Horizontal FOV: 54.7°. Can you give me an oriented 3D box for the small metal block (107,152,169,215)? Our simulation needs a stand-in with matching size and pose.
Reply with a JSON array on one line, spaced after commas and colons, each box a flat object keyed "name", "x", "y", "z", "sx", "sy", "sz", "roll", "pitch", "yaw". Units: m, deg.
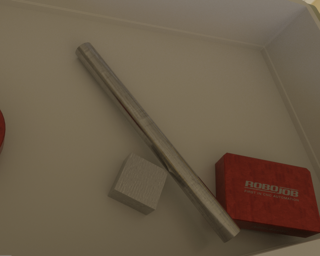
[{"name": "small metal block", "x": -0.024, "y": 0.064, "z": 0.355, "sx": 0.050, "sy": 0.025, "sz": 0.050, "roll": 29, "pitch": 52, "yaw": -10}]

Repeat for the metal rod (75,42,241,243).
[{"name": "metal rod", "x": -0.011, "y": 0.008, "z": 0.382, "sx": 0.025, "sy": 0.025, "sz": 0.300, "roll": -29, "pitch": 74, "yaw": -38}]

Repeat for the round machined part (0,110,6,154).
[{"name": "round machined part", "x": -0.197, "y": 0.009, "z": 0.283, "sx": 0.099, "sy": 0.042, "sz": 0.098, "roll": 14, "pitch": 56, "yaw": -21}]

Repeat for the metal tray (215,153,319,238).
[{"name": "metal tray", "x": 0.141, "y": 0.089, "z": 0.412, "sx": 0.131, "sy": 0.030, "sz": 0.090, "roll": 12, "pitch": 56, "yaw": -10}]
